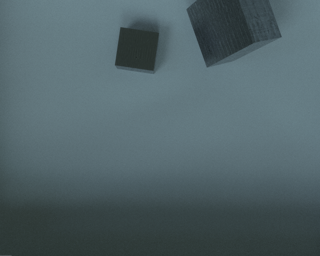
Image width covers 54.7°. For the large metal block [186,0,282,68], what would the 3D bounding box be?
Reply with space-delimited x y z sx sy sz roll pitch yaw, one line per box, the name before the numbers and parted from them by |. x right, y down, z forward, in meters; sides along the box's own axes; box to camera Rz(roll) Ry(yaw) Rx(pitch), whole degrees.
large metal block | 0.087 -0.129 0.378 0.050 0.080 0.080 -20 90 -32

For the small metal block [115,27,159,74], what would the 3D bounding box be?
small metal block | -0.030 -0.102 0.411 0.050 0.025 0.050 8 90 -1
